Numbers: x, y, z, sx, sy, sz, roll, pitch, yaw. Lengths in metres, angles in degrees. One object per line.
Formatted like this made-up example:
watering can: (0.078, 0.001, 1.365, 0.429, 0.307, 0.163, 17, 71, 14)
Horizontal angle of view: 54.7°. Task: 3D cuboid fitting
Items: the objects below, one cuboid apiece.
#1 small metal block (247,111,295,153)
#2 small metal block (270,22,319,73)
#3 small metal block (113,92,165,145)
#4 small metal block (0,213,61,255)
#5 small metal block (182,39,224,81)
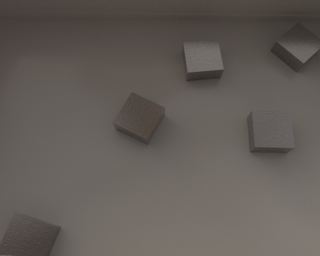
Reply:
small metal block: (0.145, 0.005, 0.408, 0.050, 0.025, 0.050, 1, 70, 0)
small metal block: (0.202, -0.119, 0.454, 0.050, 0.025, 0.050, -40, 75, -13)
small metal block: (-0.027, -0.013, 0.414, 0.050, 0.025, 0.050, 26, 72, 9)
small metal block: (-0.152, 0.132, 0.360, 0.050, 0.025, 0.050, 16, 71, 6)
small metal block: (0.061, -0.097, 0.445, 0.050, 0.025, 0.050, -5, 70, -2)
